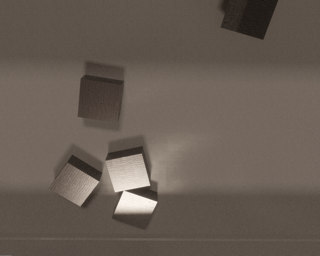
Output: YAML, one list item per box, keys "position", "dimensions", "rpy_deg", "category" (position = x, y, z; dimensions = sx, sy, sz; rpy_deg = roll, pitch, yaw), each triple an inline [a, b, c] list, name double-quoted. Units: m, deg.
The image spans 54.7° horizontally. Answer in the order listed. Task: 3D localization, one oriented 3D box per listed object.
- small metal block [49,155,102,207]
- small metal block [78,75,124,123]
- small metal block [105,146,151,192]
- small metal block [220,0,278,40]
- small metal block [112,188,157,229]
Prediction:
- position: [-0.118, 0.074, 0.437]
  dimensions: [0.050, 0.025, 0.050]
  rpy_deg: [34, 106, -12]
  category: "small metal block"
- position: [-0.075, -0.038, 0.396]
  dimensions: [0.050, 0.025, 0.050]
  rpy_deg: [9, 110, -4]
  category: "small metal block"
- position: [-0.043, 0.057, 0.432]
  dimensions: [0.050, 0.025, 0.050]
  rpy_deg: [-12, 110, 4]
  category: "small metal block"
- position: [0.102, -0.132, 0.351]
  dimensions: [0.050, 0.025, 0.050]
  rpy_deg: [-1, 116, -39]
  category: "small metal block"
- position: [-0.036, 0.113, 0.452]
  dimensions: [0.050, 0.025, 0.050]
  rpy_deg: [21, 109, -8]
  category: "small metal block"
